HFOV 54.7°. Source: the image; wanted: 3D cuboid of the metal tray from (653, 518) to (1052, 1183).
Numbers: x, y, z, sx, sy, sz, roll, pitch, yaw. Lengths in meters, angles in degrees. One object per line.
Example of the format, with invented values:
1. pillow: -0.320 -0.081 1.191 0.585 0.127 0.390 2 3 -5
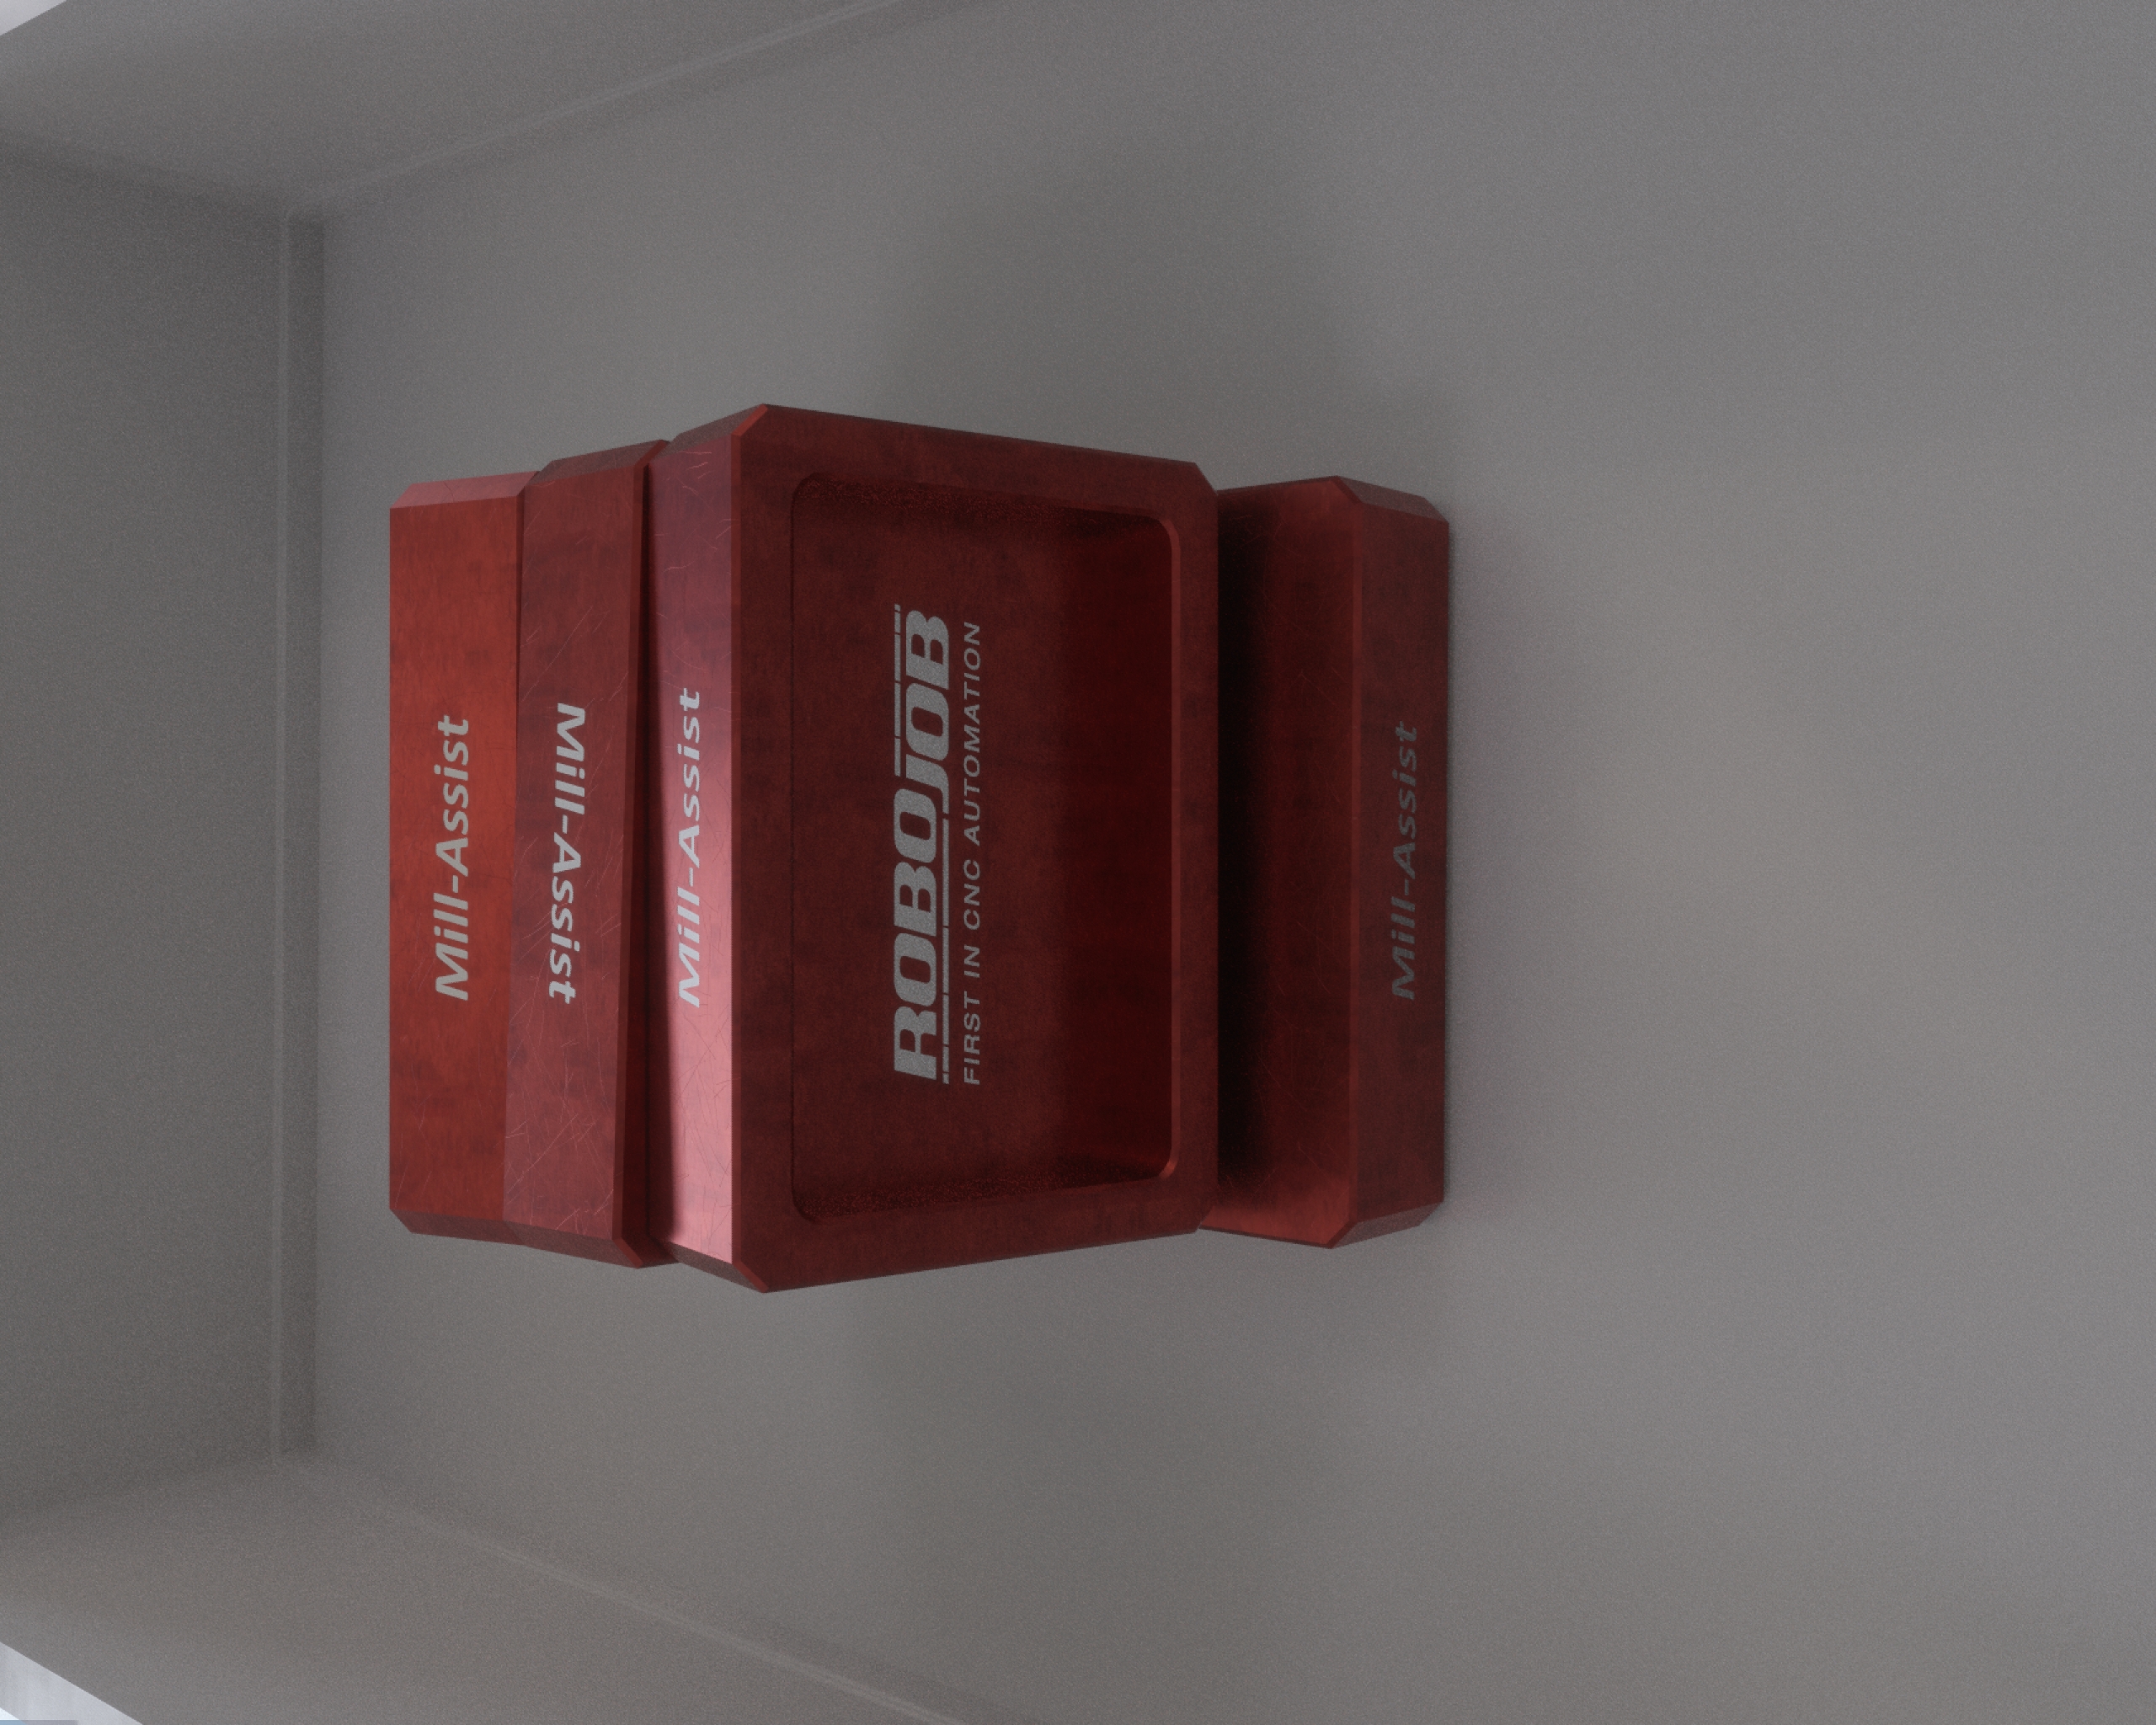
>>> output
1. metal tray: -0.049 -0.003 0.441 0.090 0.030 0.129 1 90 40

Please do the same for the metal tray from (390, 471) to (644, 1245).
1. metal tray: -0.084 -0.001 0.389 0.030 0.090 0.129 0 90 27

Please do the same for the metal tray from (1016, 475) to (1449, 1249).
1. metal tray: 0.021 -0.001 0.384 0.090 0.030 0.129 1 90 40

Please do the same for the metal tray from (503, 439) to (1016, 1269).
1. metal tray: -0.052 0.000 0.364 0.030 0.091 0.129 0 88 40

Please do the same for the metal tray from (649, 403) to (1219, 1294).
1. metal tray: -0.021 -0.002 0.337 0.030 0.091 0.129 0 90 54
